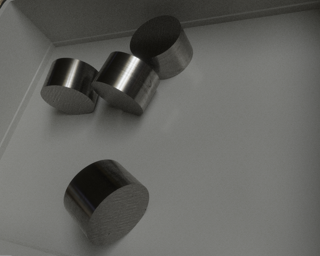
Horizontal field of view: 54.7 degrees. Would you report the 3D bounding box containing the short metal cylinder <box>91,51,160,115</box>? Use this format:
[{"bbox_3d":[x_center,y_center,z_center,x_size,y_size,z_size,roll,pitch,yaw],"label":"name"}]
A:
[{"bbox_3d":[-0.047,-0.061,0.431,0.080,0.080,0.050,17,71,34],"label":"short metal cylinder"}]

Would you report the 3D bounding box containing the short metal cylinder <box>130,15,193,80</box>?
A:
[{"bbox_3d":[0.003,-0.119,0.460,0.080,0.050,0.080,-13,56,20],"label":"short metal cylinder"}]

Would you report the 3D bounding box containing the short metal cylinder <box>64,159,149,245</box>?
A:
[{"bbox_3d":[-0.059,0.083,0.349,0.050,0.080,0.080,35,81,38],"label":"short metal cylinder"}]

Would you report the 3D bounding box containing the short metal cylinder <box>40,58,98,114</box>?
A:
[{"bbox_3d":[-0.135,-0.063,0.478,0.080,0.080,0.050,-4,60,25],"label":"short metal cylinder"}]
